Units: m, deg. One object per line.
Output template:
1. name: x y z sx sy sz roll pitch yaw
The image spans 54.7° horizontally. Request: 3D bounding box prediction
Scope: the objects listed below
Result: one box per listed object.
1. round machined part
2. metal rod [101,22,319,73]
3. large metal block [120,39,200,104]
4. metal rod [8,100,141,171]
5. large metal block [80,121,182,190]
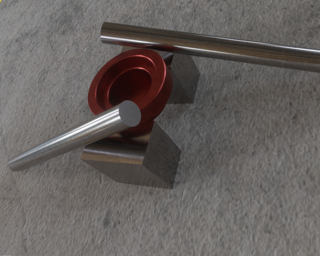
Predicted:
1. round machined part: -0.030 -0.040 0.358 0.098 0.042 0.098 -13 56 20
2. metal rod: 0.081 -0.088 0.347 0.302 0.025 0.025 10 65 8
3. large metal block: -0.001 -0.074 0.414 0.080 0.080 0.050 1 63 28
4. metal rod: -0.127 0.022 0.386 0.299 0.025 0.025 -19 51 45
5. large metal block: -0.030 0.032 0.365 0.080 0.080 0.050 1 63 28
